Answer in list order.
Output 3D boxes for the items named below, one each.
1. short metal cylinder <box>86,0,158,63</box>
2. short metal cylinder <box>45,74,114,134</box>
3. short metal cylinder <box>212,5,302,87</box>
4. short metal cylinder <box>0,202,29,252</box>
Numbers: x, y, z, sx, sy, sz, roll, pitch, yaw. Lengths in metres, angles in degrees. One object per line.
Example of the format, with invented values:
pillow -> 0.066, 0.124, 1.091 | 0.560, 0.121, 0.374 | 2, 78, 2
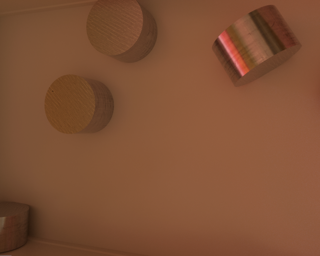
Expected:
short metal cylinder -> -0.050, -0.132, 0.415 | 0.080, 0.050, 0.080 | 0, 90, 20
short metal cylinder -> -0.113, -0.032, 0.437 | 0.080, 0.050, 0.080 | 0, 90, 20
short metal cylinder -> 0.106, -0.088, 0.344 | 0.080, 0.080, 0.050 | -31, 80, 17
short metal cylinder -> -0.242, 0.147, 0.467 | 0.080, 0.080, 0.050 | 4, 92, 20
